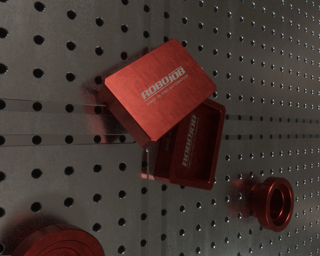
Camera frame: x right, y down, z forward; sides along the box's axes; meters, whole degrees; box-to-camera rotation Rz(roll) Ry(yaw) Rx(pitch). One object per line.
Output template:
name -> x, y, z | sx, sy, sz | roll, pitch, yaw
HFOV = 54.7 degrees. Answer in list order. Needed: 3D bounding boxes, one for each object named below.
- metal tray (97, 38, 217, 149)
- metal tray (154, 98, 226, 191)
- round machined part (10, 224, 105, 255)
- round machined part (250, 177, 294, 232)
metal tray -> 0.001, -0.047, 0.385 | 0.131, 0.030, 0.090 | -40, 89, -33
metal tray -> 0.047, 0.019, 0.447 | 0.091, 0.030, 0.129 | 19, 78, -39
round machined part -> -0.107, 0.145, 0.310 | 0.099, 0.042, 0.097 | 0, 90, -40
round machined part -> 0.204, 0.138, 0.573 | 0.099, 0.042, 0.097 | 0, 90, -40
